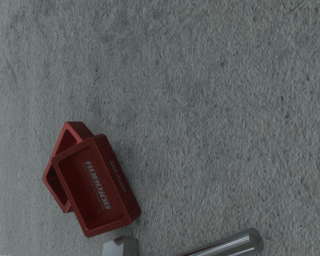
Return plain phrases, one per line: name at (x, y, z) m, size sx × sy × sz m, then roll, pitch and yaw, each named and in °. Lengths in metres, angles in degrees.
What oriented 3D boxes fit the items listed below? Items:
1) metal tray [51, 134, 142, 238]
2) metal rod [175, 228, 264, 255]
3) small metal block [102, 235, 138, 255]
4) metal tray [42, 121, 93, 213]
metal tray at (-0.094, 0.084, 0.448) m, size 0.090 × 0.030 × 0.129 m, roll -27°, pitch 87°, yaw 27°
metal rod at (-0.001, 0.189, 0.404) m, size 0.299 × 0.025 × 0.025 m, roll -36°, pitch 68°, yaw 34°
small metal block at (-0.058, 0.185, 0.436) m, size 0.050 × 0.025 × 0.050 m, roll -34°, pitch 39°, yaw 34°
metal tray at (-0.146, 0.065, 0.518) m, size 0.090 × 0.030 × 0.129 m, roll 43°, pitch 115°, yaw 31°
